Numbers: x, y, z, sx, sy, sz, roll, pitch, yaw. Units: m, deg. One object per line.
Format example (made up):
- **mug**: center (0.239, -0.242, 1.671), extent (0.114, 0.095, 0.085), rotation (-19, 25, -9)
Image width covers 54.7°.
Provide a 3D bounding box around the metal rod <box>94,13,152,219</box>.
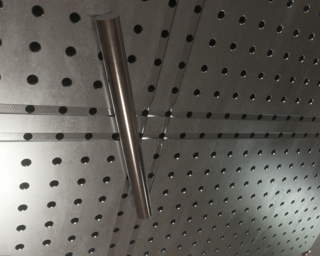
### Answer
- **metal rod**: center (-0.039, 0.010, 0.397), extent (0.025, 0.025, 0.298), rotation (-19, 126, -18)
